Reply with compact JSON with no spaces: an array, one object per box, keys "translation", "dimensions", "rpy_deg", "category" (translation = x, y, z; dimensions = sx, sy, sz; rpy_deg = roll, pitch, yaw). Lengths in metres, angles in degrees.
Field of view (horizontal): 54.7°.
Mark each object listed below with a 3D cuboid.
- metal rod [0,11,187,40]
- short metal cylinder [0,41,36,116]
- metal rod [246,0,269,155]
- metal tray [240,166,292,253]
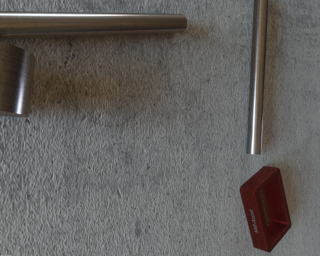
[{"translation":[-0.084,-0.112,0.335],"dimensions":[0.302,0.025,0.025],"rpy_deg":[-16,101,-39],"category":"metal rod"},{"translation":[-0.145,-0.038,0.248],"dimensions":[0.081,0.080,0.050],"rpy_deg":[8,85,-40],"category":"short metal cylinder"},{"translation":[0.175,-0.103,0.554],"dimensions":[0.025,0.025,0.298],"rpy_deg":[6,86,-40],"category":"metal rod"},{"translation":[0.197,0.147,0.570],"dimensions":[0.091,0.030,0.129],"rpy_deg":[-28,108,-37],"category":"metal tray"}]
